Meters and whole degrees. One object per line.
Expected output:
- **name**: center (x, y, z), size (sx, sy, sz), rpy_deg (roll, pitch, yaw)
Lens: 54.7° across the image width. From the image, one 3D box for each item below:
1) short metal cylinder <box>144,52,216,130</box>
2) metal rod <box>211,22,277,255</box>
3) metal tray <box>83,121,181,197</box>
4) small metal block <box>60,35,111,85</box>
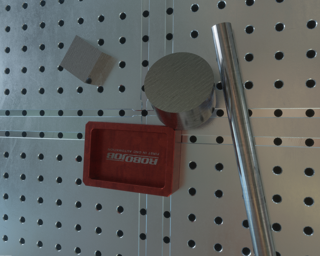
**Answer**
- **short metal cylinder**: center (0.026, -0.044, 0.375), size (0.080, 0.050, 0.080), rpy_deg (-5, 66, 11)
- **metal rod**: center (0.102, 0.020, 0.376), size (0.025, 0.025, 0.298), rpy_deg (-11, 86, 19)
- **metal tray**: center (-0.040, 0.039, 0.422), size (0.130, 0.030, 0.089), rpy_deg (4, 91, 19)
- **small metal block**: center (-0.108, -0.098, 0.449), size (0.050, 0.025, 0.050), rpy_deg (35, 101, 16)
